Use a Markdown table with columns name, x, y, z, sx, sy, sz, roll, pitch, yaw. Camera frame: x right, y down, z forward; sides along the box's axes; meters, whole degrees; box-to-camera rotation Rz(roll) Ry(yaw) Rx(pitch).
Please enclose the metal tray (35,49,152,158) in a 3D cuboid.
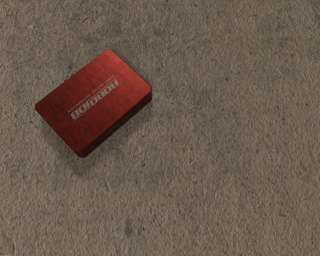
| name | x | y | z | sx | sy | sz | roll | pitch | yaw |
| --- | --- | --- | --- | --- | --- | --- | --- | --- | --- |
| metal tray | -0.086 | -0.035 | 0.417 | 0.130 | 0.030 | 0.090 | -42 | 76 | -14 |
